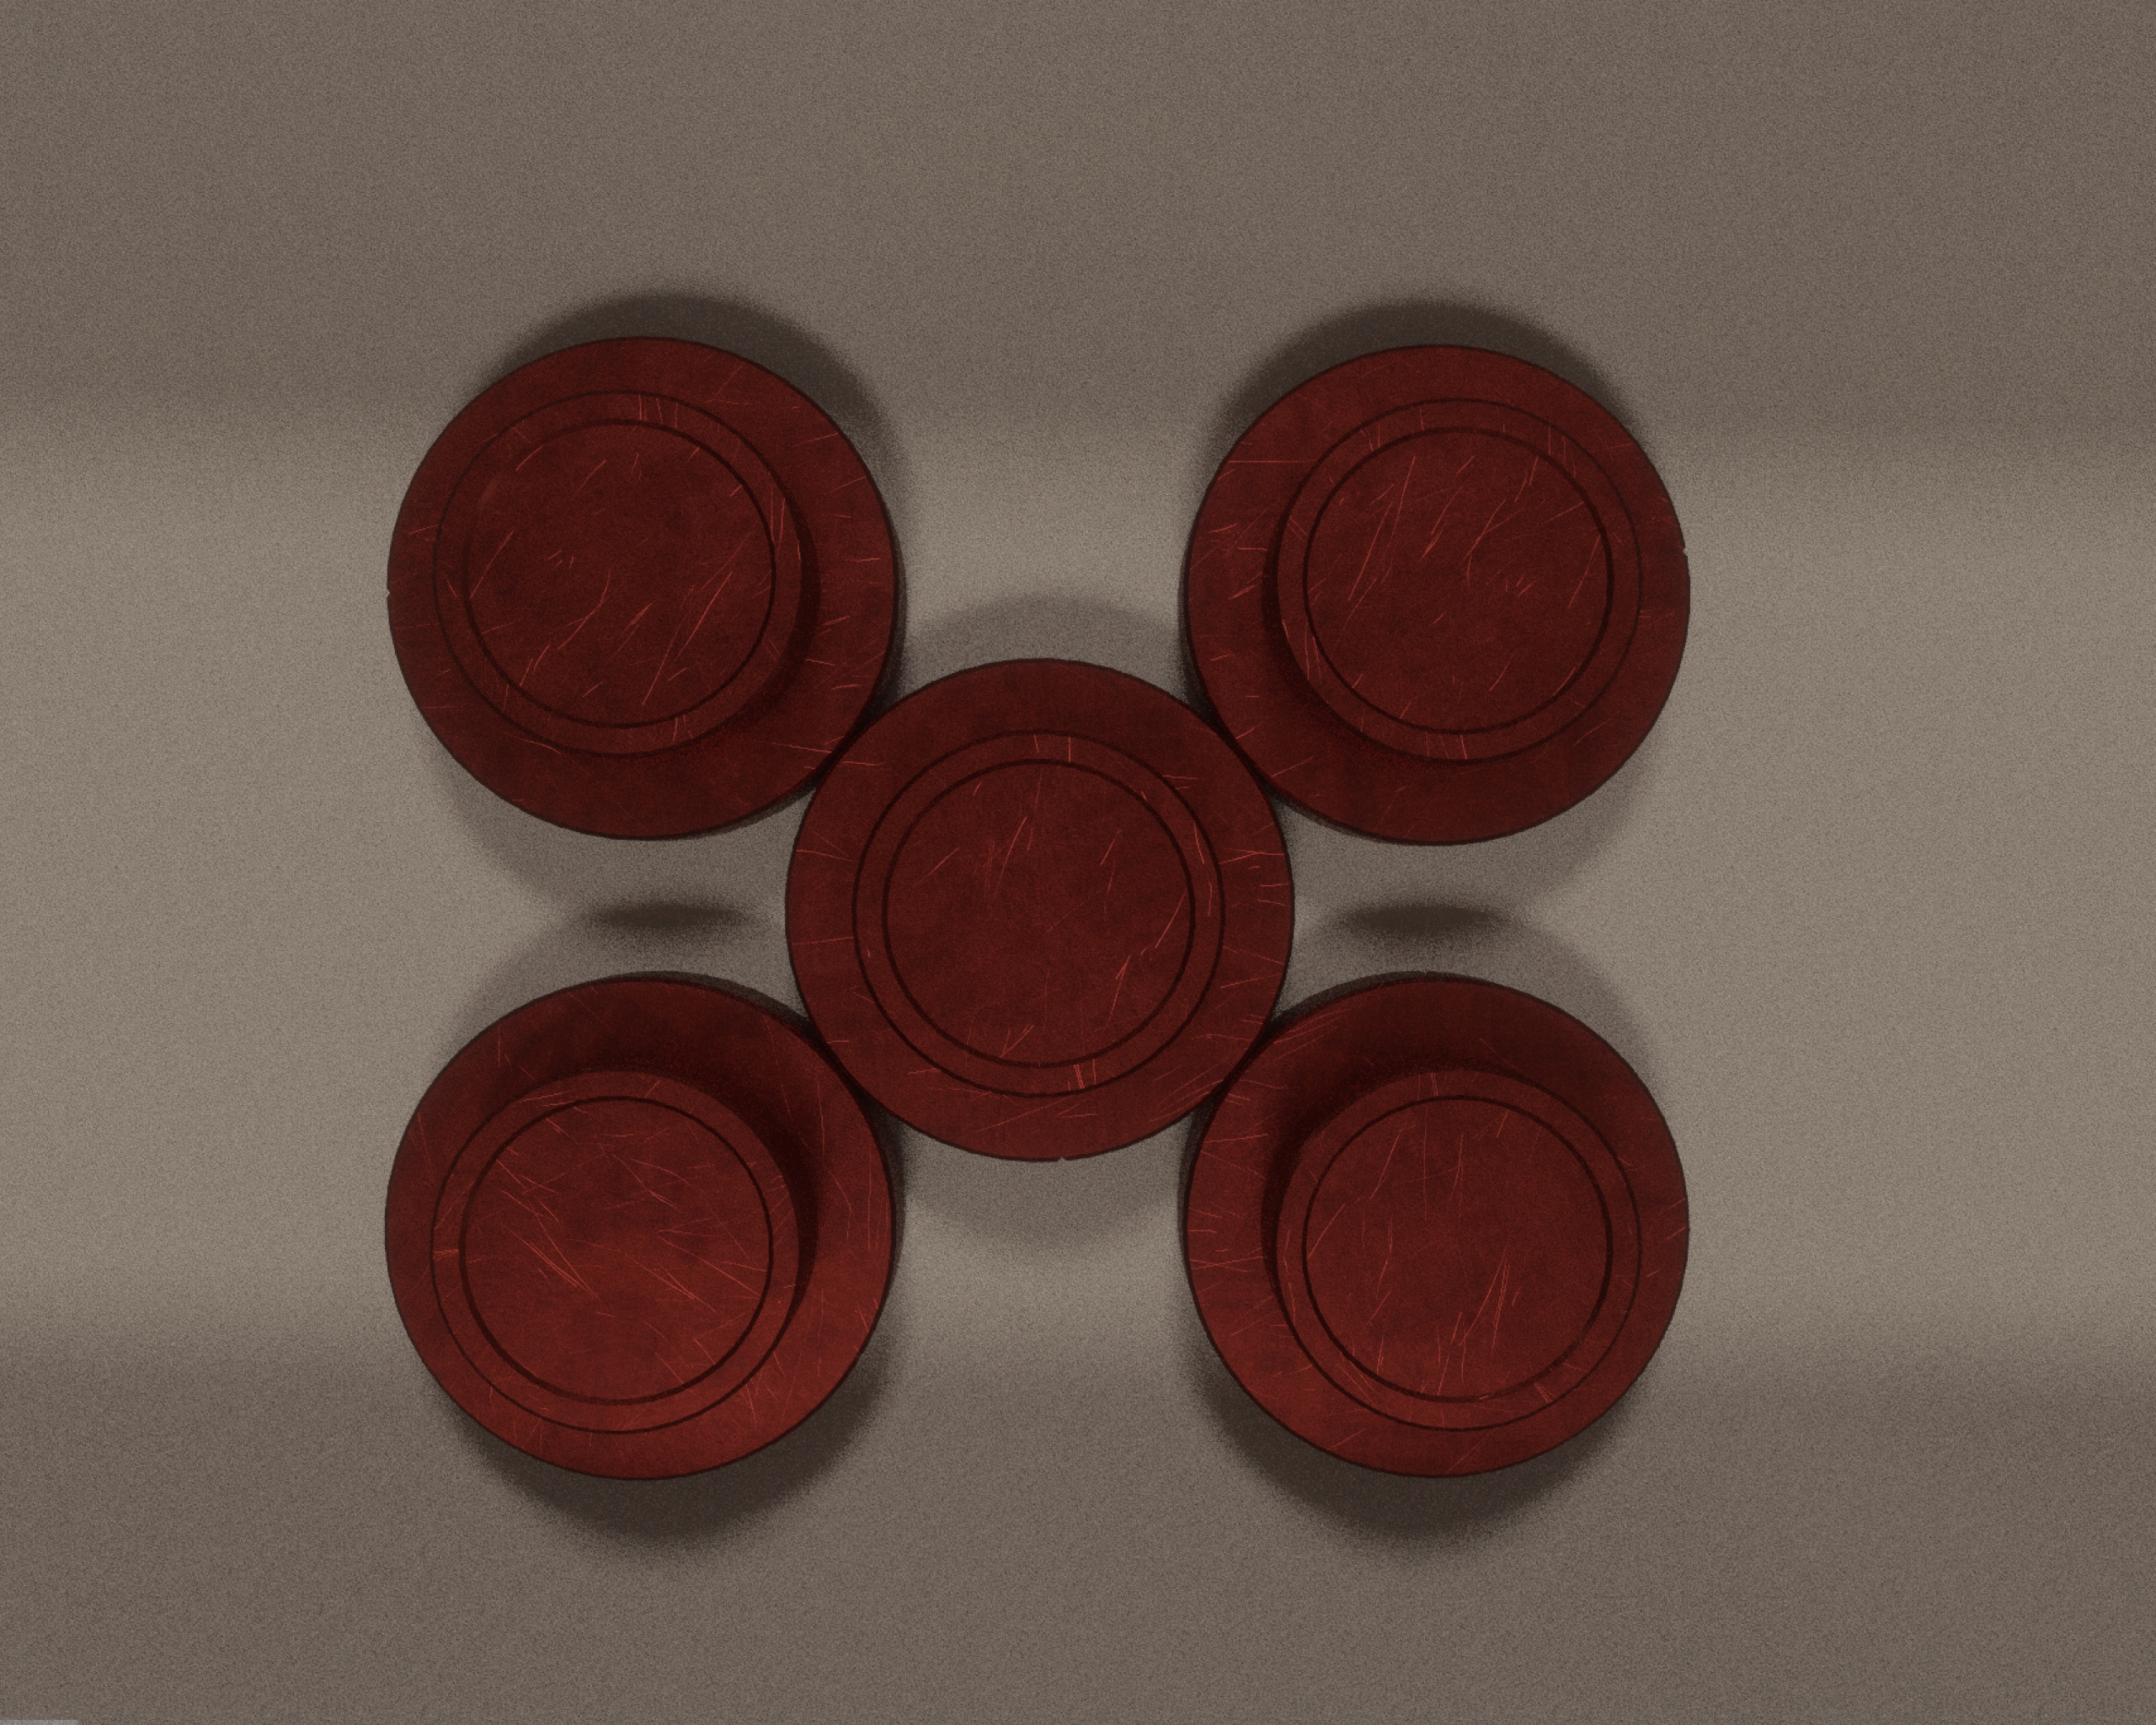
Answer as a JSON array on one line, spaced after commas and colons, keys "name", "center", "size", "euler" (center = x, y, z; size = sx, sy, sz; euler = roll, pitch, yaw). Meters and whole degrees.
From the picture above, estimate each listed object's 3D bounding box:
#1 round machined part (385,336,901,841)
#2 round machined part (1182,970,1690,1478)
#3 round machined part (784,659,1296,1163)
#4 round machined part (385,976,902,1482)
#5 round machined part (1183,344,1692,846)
[{"name": "round machined part", "center": [-0.084, -0.053, 0.400], "size": [0.099, 0.042, 0.097], "euler": [0, 90, -1]}, {"name": "round machined part", "center": [0.070, 0.071, 0.403], "size": [0.099, 0.042, 0.097], "euler": [0, 90, -1]}, {"name": "round machined part", "center": [-0.007, 0.009, 0.401], "size": [0.099, 0.042, 0.097], "euler": [0, 90, -1]}, {"name": "round machined part", "center": [-0.084, 0.071, 0.401], "size": [0.099, 0.042, 0.097], "euler": [0, 90, -1]}, {"name": "round machined part", "center": [0.070, -0.052, 0.403], "size": [0.099, 0.042, 0.097], "euler": [0, 90, -1]}]
